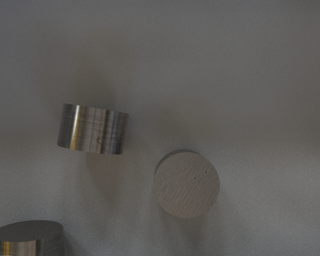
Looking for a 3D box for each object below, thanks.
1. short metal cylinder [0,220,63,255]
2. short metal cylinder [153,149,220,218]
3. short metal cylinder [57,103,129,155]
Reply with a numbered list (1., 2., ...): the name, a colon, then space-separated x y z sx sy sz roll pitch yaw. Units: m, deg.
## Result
1. short metal cylinder: -0.162 0.151 0.383 0.081 0.080 0.050 1 90 0
2. short metal cylinder: 0.032 0.069 0.399 0.081 0.050 0.080 0 90 0
3. short metal cylinder: -0.082 0.001 0.383 0.080 0.080 0.050 9 90 0
